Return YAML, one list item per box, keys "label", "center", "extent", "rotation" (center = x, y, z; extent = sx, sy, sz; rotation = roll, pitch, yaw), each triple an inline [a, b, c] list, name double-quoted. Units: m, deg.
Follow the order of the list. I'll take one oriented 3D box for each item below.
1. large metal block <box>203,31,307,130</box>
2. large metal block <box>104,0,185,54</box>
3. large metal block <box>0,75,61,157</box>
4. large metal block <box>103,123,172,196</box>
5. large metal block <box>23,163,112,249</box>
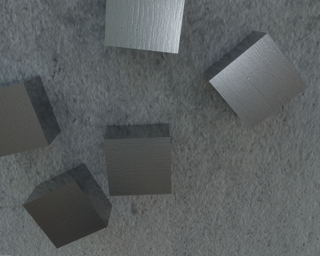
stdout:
- label: "large metal block"
  center: [0.112, -0.059, 0.377]
  extent: [0.080, 0.050, 0.080]
  rotation: [-40, 106, 13]
- label: "large metal block"
  center: [-0.016, -0.131, 0.348]
  extent: [0.081, 0.050, 0.079]
  rotation: [6, 110, -3]
- label: "large metal block"
  center: [-0.184, -0.014, 0.389]
  extent: [0.080, 0.050, 0.080]
  rotation: [-13, 110, 4]
- label: "large metal block"
  center: [-0.027, 0.041, 0.411]
  extent: [0.081, 0.050, 0.079]
  rotation: [-2, 110, 0]
- label: "large metal block"
  center: [-0.125, 0.109, 0.435]
  extent: [0.080, 0.050, 0.080]
  rotation: [-26, 108, 8]
